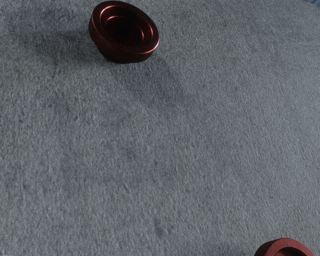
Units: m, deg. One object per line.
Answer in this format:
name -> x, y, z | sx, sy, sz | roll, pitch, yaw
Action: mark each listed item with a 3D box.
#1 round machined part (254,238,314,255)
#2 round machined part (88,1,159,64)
round machined part -> 0.145, 0.183, 0.362 | 0.099, 0.042, 0.098 | 14, 56, -21
round machined part -> -0.054, -0.132, 0.445 | 0.099, 0.042, 0.098 | 14, 56, -21
